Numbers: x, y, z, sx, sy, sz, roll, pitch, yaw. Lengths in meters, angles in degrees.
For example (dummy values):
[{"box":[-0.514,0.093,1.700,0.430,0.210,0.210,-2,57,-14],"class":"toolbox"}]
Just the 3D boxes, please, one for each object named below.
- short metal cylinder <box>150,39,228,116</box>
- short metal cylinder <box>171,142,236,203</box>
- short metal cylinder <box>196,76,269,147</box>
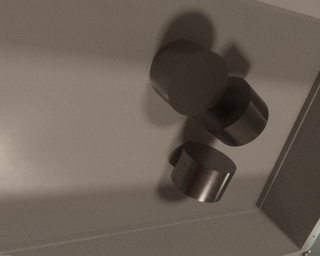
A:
[{"box":[0.035,-0.061,0.375,0.081,0.050,0.079,-14,125,-21],"class":"short metal cylinder"},{"box":[0.062,0.062,0.448,0.081,0.080,0.050,8,114,-33],"class":"short metal cylinder"},{"box":[0.096,-0.022,0.414,0.080,0.080,0.050,-50,129,7],"class":"short metal cylinder"}]
